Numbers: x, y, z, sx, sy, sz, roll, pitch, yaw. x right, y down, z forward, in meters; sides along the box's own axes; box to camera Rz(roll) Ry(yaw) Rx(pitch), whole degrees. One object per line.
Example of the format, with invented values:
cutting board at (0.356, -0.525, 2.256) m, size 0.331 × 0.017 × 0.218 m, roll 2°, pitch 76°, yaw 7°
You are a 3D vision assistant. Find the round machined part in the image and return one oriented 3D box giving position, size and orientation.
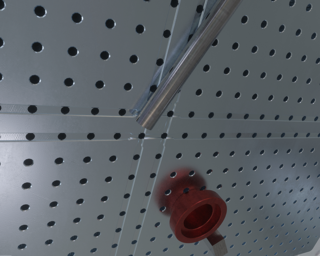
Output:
round machined part at (0.060, 0.142, 0.521) m, size 0.099 × 0.042 × 0.097 m, roll -14°, pitch 124°, yaw -21°

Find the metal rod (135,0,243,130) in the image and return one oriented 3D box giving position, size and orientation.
metal rod at (0.064, -0.124, 0.369) m, size 0.025 × 0.025 × 0.299 m, roll 27°, pitch 103°, yaw -38°

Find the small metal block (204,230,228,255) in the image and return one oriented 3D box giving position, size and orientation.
small metal block at (0.098, 0.207, 0.577) m, size 0.025 × 0.050 × 0.050 m, roll -28°, pitch 128°, yaw -11°
